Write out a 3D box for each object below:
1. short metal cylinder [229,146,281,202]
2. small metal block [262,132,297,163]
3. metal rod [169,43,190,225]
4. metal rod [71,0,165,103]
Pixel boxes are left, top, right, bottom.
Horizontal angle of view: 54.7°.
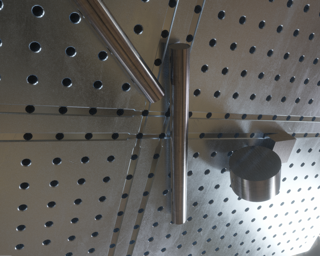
[{"bbox_3d":[0.156,0.074,0.510,0.081,0.080,0.050,-24,128,-14],"label":"short metal cylinder"},{"bbox_3d":[0.208,0.037,0.551,0.050,0.025,0.050,-5,121,-26],"label":"small metal block"},{"bbox_3d":[0.027,0.029,0.445,0.025,0.025,0.298,-16,125,-20],"label":"metal rod"},{"bbox_3d":[-0.077,-0.131,0.289,0.025,0.025,0.300,-40,130,-2],"label":"metal rod"}]
